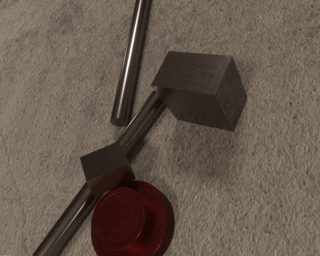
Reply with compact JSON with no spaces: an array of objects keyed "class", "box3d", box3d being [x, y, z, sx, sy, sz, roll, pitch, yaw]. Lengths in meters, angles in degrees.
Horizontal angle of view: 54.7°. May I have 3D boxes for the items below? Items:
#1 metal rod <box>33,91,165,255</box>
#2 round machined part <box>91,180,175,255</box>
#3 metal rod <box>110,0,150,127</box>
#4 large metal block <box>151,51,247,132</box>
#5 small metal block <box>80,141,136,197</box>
[{"class":"metal rod","box3d":[-0.060,0.041,0.408,0.025,0.025,0.300,27,76,37]},{"class":"round machined part","box3d":[-0.037,0.105,0.347,0.098,0.042,0.098,-13,56,20]},{"class":"metal rod","box3d":[-0.042,-0.138,0.508,0.025,0.025,0.299,-7,58,24]},{"class":"large metal block","box3d":[0.049,-0.043,0.368,0.080,0.080,0.050,14,69,33]},{"class":"small metal block","box3d":[-0.062,0.047,0.366,0.050,0.025,0.050,-23,33,-10]}]
